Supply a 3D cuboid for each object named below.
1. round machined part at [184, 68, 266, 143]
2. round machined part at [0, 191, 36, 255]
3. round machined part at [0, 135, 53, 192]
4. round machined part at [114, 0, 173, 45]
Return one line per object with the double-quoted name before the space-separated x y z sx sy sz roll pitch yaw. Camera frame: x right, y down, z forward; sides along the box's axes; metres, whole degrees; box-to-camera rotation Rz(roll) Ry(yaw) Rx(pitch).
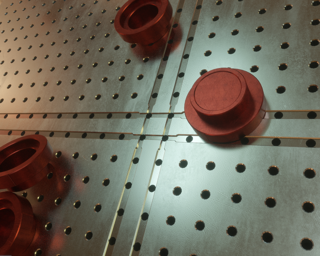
"round machined part" 0.075 -0.034 0.378 0.098 0.042 0.098 -13 56 20
"round machined part" -0.210 0.139 0.420 0.098 0.042 0.098 -13 56 20
"round machined part" -0.202 0.055 0.451 0.098 0.042 0.098 -13 31 8
"round machined part" -0.024 -0.178 0.517 0.098 0.042 0.098 -13 56 20
